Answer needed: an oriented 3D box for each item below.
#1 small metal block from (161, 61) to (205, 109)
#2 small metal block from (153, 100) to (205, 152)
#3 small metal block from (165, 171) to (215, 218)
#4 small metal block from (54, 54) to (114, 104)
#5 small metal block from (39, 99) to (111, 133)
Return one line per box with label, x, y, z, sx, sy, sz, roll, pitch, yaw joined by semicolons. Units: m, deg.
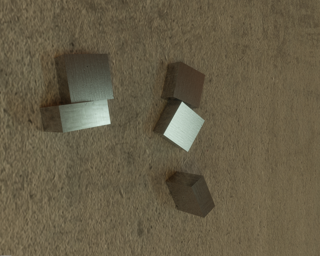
small metal block;0.033;-0.058;0.432;0.050;0.025;0.050;19;78;-38
small metal block;0.026;-0.003;0.421;0.050;0.025;0.050;36;78;-34
small metal block;0.041;0.090;0.423;0.025;0.050;0.050;-36;112;-34
small metal block;-0.082;-0.053;0.336;0.050;0.025;0.050;-12;98;-39
small metal block;-0.087;-0.012;0.315;0.050;0.050;0.025;-13;99;-39
